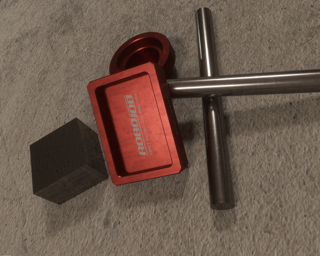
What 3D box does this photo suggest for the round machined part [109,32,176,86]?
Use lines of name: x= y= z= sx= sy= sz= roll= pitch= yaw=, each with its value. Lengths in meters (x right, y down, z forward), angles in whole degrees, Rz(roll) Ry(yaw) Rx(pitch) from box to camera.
round machined part: x=-0.022 y=-0.091 z=0.459 sx=0.098 sy=0.042 sz=0.098 roll=-13 pitch=56 yaw=20

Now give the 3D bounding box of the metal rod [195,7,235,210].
metal rod: x=0.066 y=-0.047 z=0.397 sx=0.025 sy=0.025 sz=0.299 roll=-13 pitch=56 yaw=21

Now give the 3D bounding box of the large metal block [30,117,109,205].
large metal block: x=-0.126 y=0.046 z=0.424 sx=0.080 sy=0.050 sz=0.080 roll=-30 pitch=52 yaw=9

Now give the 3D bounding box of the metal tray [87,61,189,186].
metal tray: x=-0.027 y=-0.004 z=0.371 sx=0.090 sy=0.030 sz=0.129 roll=-15 pitch=90 yaw=19

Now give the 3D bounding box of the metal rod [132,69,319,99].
metal rod: x=0.112 y=-0.050 z=0.351 sx=0.301 sy=0.025 sz=0.025 roll=-1 pitch=61 yaw=19
